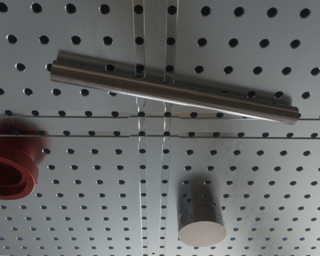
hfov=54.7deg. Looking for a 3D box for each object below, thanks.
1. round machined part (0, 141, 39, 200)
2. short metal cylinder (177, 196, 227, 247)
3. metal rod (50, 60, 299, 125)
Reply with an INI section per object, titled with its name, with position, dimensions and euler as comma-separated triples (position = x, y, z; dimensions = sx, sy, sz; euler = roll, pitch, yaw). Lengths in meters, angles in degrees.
[round machined part]
position = -0.225, 0.057, 0.446
dimensions = 0.099, 0.042, 0.097
euler = -1, 130, 0
[short metal cylinder]
position = 0.070, 0.162, 0.534
dimensions = 0.081, 0.050, 0.079
euler = -1, 130, 0
[metal rod]
position = 0.025, -0.041, 0.377
dimensions = 0.302, 0.025, 0.025
euler = 10, 130, -9
